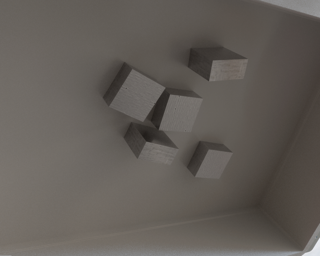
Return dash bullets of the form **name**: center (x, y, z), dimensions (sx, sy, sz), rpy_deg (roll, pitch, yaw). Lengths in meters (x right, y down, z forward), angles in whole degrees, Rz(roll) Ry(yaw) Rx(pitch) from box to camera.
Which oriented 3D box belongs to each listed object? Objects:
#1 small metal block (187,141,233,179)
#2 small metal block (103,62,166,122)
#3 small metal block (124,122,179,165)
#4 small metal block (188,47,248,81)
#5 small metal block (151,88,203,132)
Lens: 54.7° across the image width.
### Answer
- **small metal block**: center (0.077, 0.050, 0.482), dimensions (0.050, 0.025, 0.050), rpy_deg (10, 113, -33)
- **small metal block**: center (-0.030, -0.042, 0.366), dimensions (0.050, 0.025, 0.050), rpy_deg (25, 105, -37)
- **small metal block**: center (-0.012, 0.020, 0.398), dimensions (0.050, 0.050, 0.025), rpy_deg (15, 110, -35)
- **small metal block**: center (0.070, -0.080, 0.381), dimensions (0.050, 0.050, 0.025), rpy_deg (-8, 122, -24)
- **small metal block**: center (0.022, -0.023, 0.406), dimensions (0.050, 0.025, 0.050), rpy_deg (4, 117, -30)
